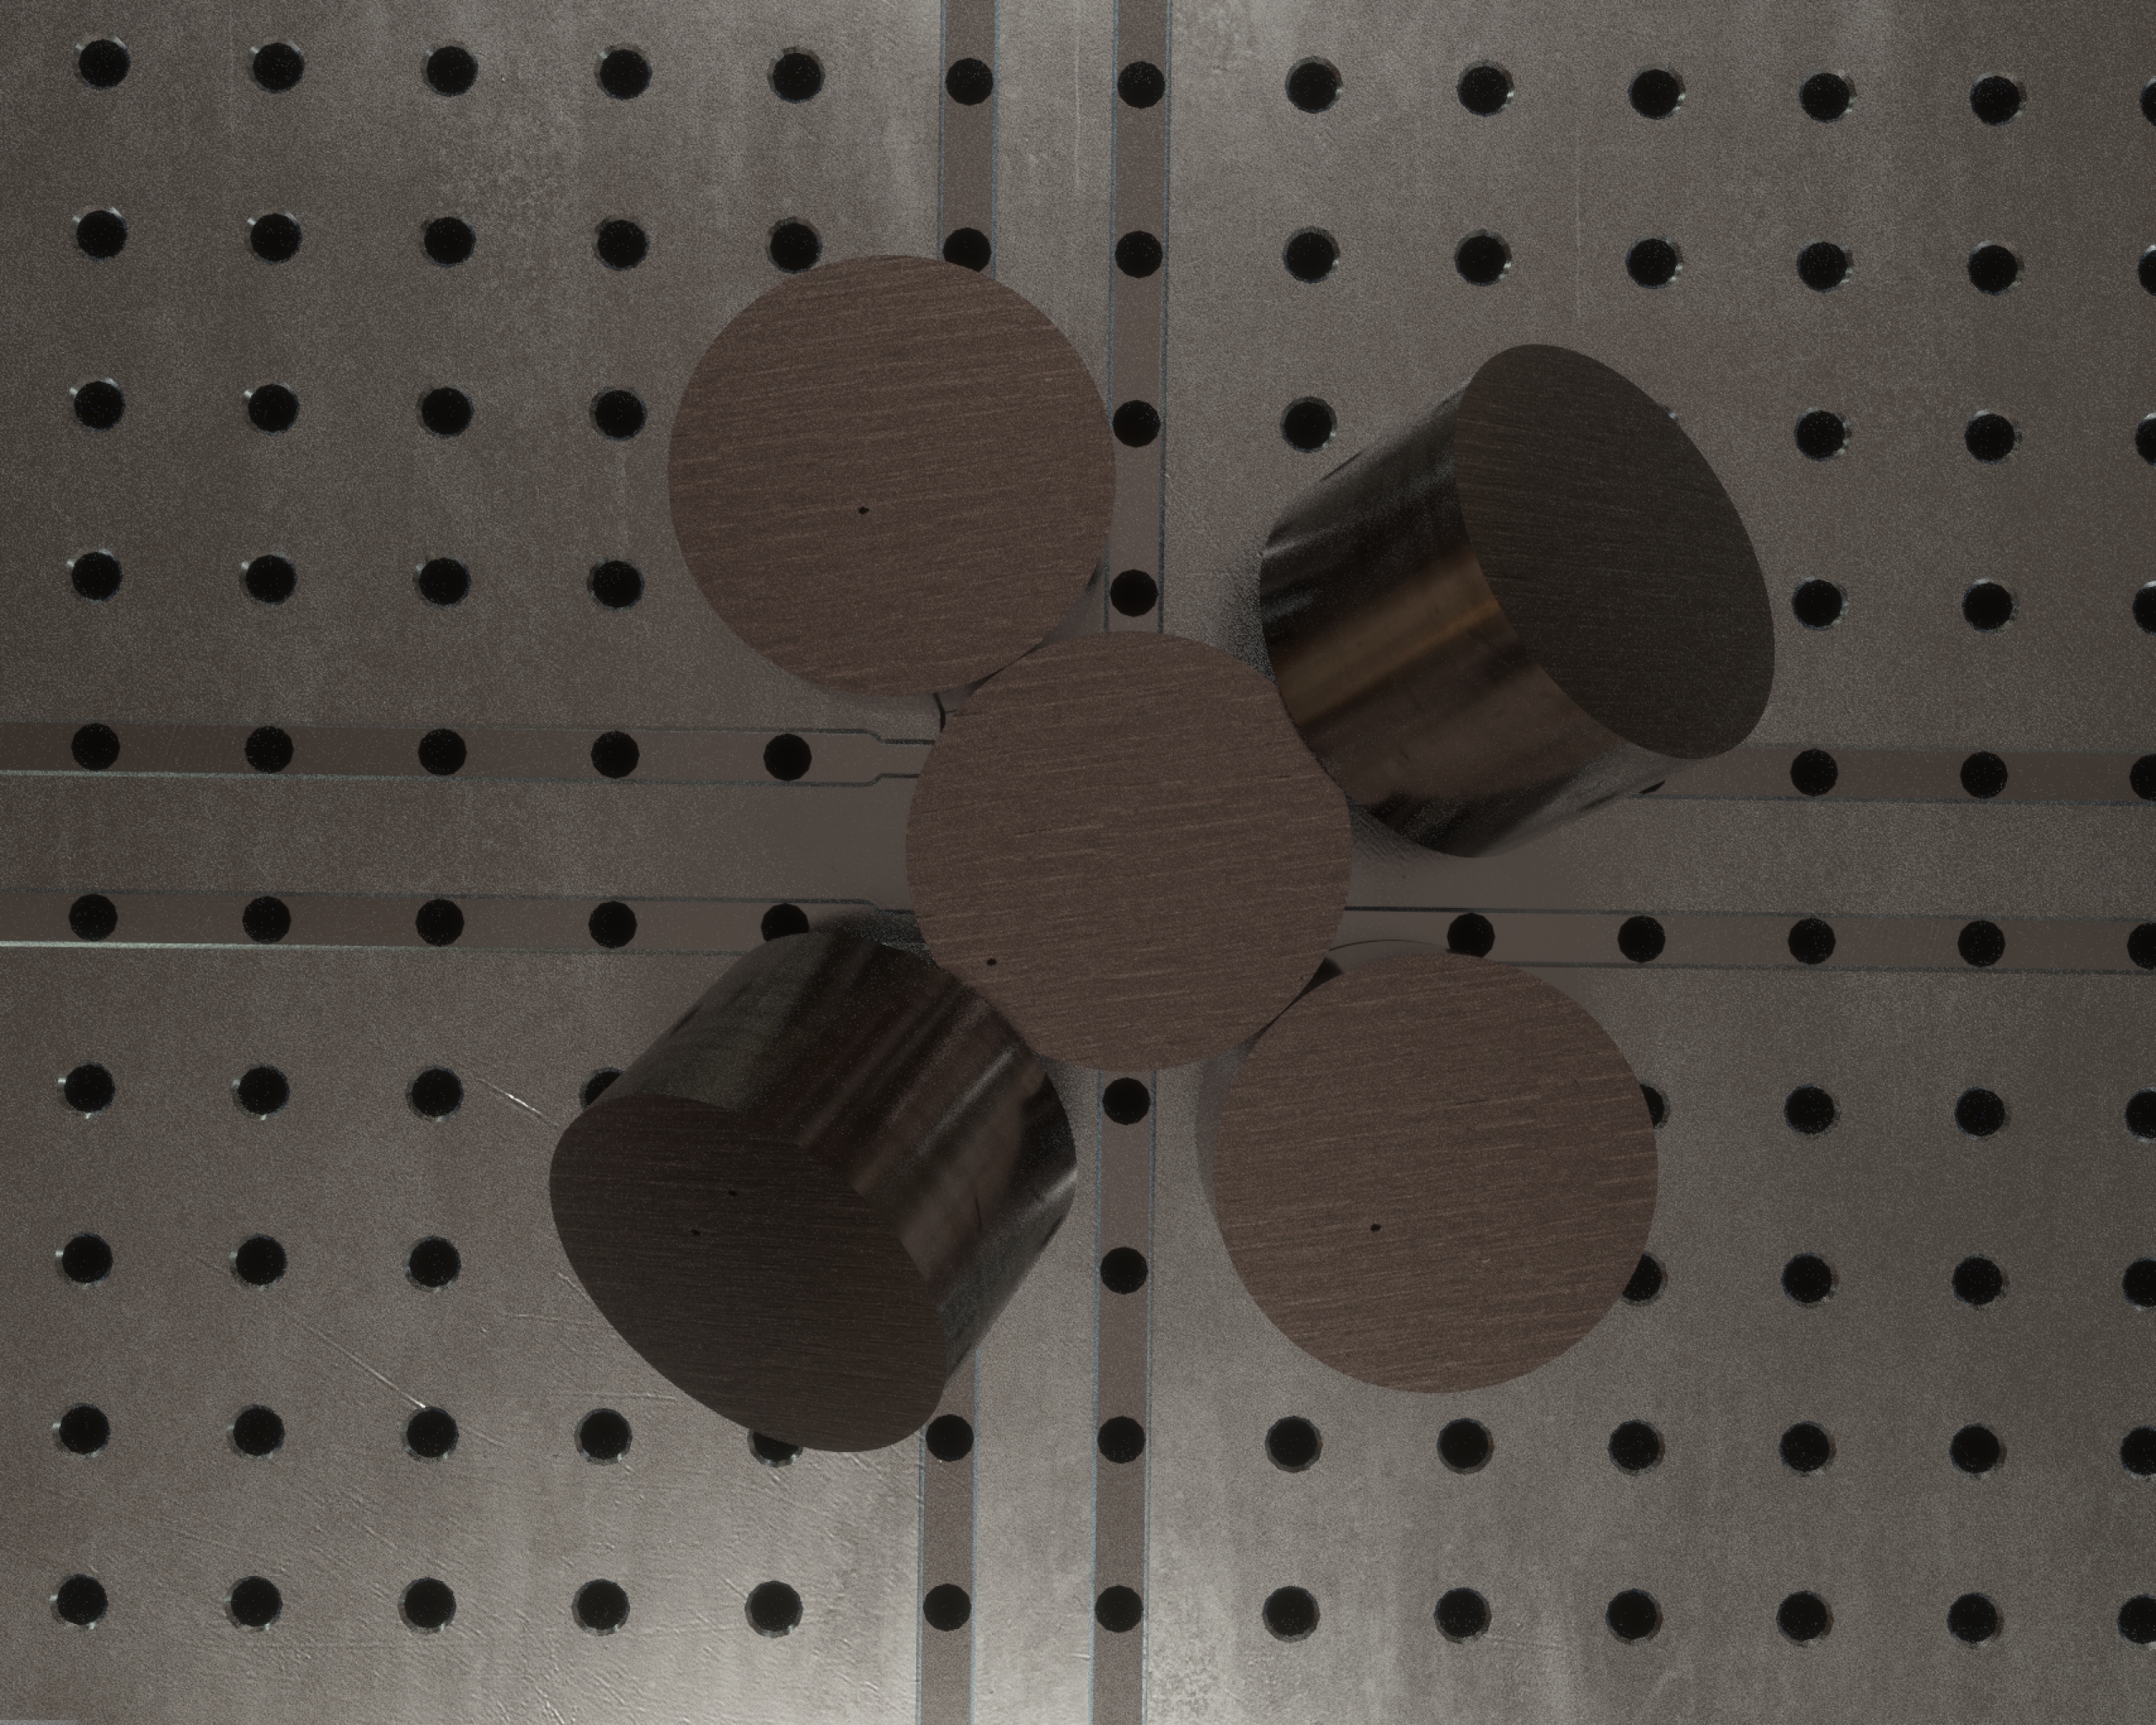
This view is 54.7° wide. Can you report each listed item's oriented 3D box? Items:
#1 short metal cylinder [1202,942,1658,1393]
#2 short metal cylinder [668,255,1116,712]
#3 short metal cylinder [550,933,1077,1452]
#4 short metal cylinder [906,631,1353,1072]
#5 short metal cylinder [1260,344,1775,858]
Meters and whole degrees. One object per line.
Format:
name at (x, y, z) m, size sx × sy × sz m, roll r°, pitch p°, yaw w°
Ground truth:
short metal cylinder at (0.065, 0.056, 0.402) m, size 0.081 × 0.050 × 0.079 m, roll 0°, pitch 90°, yaw -1°
short metal cylinder at (-0.034, -0.070, 0.400) m, size 0.081 × 0.050 × 0.079 m, roll 0°, pitch 90°, yaw -1°
short metal cylinder at (-0.047, 0.060, 0.380) m, size 0.080 × 0.050 × 0.079 m, roll 15°, pitch 127°, yaw 21°
short metal cylinder at (0.009, -0.002, 0.401) m, size 0.081 × 0.050 × 0.079 m, roll 0°, pitch 90°, yaw -1°
short metal cylinder at (0.080, -0.047, 0.382) m, size 0.081 × 0.050 × 0.080 m, roll 16°, pitch 61°, yaw -31°
